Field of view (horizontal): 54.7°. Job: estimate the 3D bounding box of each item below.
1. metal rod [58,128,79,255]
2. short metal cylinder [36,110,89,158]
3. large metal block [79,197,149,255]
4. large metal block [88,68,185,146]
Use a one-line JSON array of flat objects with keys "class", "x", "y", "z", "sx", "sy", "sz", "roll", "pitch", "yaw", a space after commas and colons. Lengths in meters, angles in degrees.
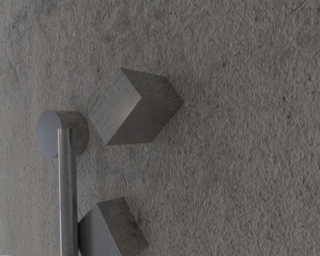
[{"class": "metal rod", "x": -0.132, "y": 0.150, "z": 0.448, "sx": 0.025, "sy": 0.025, "sz": 0.298, "roll": -4, "pitch": 87, "yaw": 40}, {"class": "short metal cylinder", "x": -0.166, "y": 0.010, "z": 0.526, "sx": 0.080, "sy": 0.050, "sz": 0.080, "roll": 0, "pitch": 90, "yaw": 40}, {"class": "large metal block", "x": -0.075, "y": 0.160, "z": 0.451, "sx": 0.080, "sy": 0.050, "sz": 0.080, "roll": -48, "pitch": 62, "yaw": 29}, {"class": "large metal block", "x": -0.030, "y": -0.024, "z": 0.394, "sx": 0.080, "sy": 0.081, "sz": 0.050, "roll": -50, "pitch": 61, "yaw": 28}]
